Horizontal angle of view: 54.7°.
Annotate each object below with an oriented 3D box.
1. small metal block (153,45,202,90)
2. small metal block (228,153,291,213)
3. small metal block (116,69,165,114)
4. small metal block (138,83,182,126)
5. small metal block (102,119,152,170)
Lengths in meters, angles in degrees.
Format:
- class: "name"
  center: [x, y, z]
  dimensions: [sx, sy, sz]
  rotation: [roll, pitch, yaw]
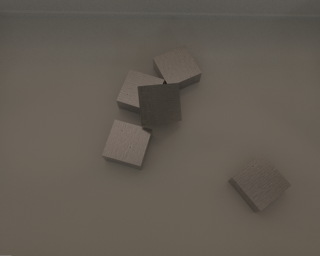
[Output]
- class: "small metal block"
  center: [0.024, -0.082, 0.440]
  dimensions: [0.050, 0.025, 0.050]
  rotation: [-24, 72, -9]
- class: "small metal block"
  center: [0.123, 0.069, 0.385]
  dimensions: [0.050, 0.025, 0.050]
  rotation: [-35, 74, -12]
- class: "small metal block"
  center: [-0.026, -0.047, 0.426]
  dimensions: [0.050, 0.025, 0.050]
  rotation: [18, 71, 6]
- class: "small metal block"
  center: [0.001, -0.031, 0.397]
  dimensions: [0.050, 0.025, 0.050]
  rotation: [-13, 101, -46]
- class: "small metal block"
  center: [-0.041, 0.022, 0.401]
  dimensions: [0.050, 0.025, 0.050]
  rotation: [15, 71, 5]
